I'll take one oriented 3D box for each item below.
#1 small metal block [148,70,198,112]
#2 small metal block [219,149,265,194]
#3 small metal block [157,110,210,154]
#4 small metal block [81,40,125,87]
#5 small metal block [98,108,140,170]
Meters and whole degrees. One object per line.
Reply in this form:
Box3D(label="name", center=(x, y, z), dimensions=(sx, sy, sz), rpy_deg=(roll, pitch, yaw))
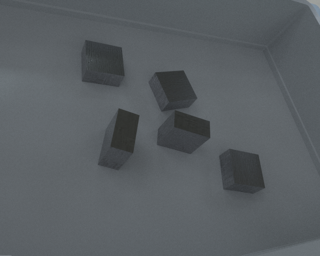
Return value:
Box3D(label="small metal block", center=(0.018, -0.054, 0.449), dimensions=(0.050, 0.025, 0.050), rpy_deg=(-11, 67, -33))
Box3D(label="small metal block", center=(0.113, 0.060, 0.429), dimensions=(0.050, 0.025, 0.050), rpy_deg=(12, 57, -22))
Box3D(label="small metal block", center=(0.030, 0.007, 0.401), dimensions=(0.050, 0.050, 0.025), rpy_deg=(17, 55, -19))
Box3D(label="small metal block", center=(-0.077, -0.086, 0.416), dimensions=(0.050, 0.025, 0.050), rpy_deg=(6, 59, -25))
Box3D(label="small metal block", center=(-0.048, 0.014, 0.355), dimensions=(0.025, 0.050, 0.050), rpy_deg=(19, 54, -18))
